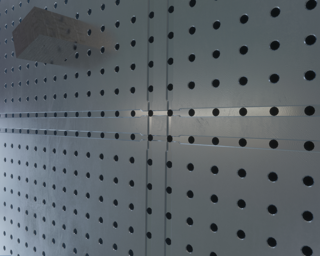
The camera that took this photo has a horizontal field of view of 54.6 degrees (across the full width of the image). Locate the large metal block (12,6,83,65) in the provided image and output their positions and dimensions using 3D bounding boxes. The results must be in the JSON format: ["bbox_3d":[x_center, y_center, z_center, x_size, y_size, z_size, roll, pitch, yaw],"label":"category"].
[{"bbox_3d":[-0.194,-0.155,0.536,0.080,0.081,0.050,-24,75,37],"label":"large metal block"}]
